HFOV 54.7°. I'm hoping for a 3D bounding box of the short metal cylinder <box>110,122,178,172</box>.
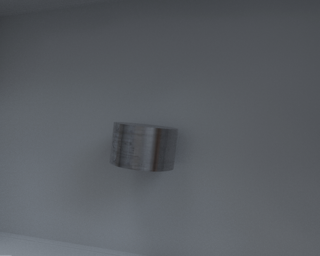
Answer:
[{"bbox_3d":[-0.020,0.022,0.387,0.080,0.080,0.050,7,93,19],"label":"short metal cylinder"}]
